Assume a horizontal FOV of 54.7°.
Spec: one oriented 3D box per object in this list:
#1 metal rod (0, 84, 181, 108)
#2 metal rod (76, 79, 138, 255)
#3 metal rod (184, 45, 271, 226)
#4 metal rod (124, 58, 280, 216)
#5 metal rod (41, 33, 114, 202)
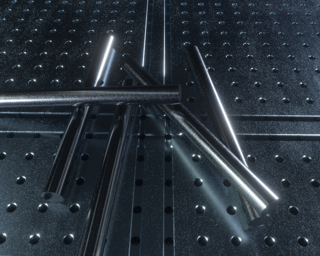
[{"bbox_3d":[-0.123,-0.041,0.409,0.301,0.025,0.025,0,50,11],"label":"metal rod"},{"bbox_3d":[-0.059,0.050,0.364,0.025,0.025,0.300,5,50,3],"label":"metal rod"},{"bbox_3d":[0.078,-0.015,0.420,0.025,0.025,0.300,-8,50,-7],"label":"metal rod"},{"bbox_3d":[0.032,-0.010,0.398,0.025,0.025,0.300,-25,49,-20],"label":"metal rod"},{"bbox_3d":[-0.105,-0.038,0.437,0.025,0.025,0.300,4,50,3],"label":"metal rod"}]
